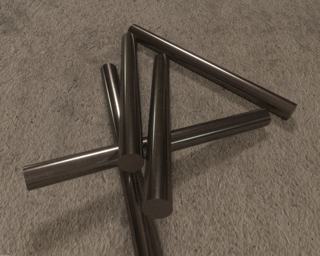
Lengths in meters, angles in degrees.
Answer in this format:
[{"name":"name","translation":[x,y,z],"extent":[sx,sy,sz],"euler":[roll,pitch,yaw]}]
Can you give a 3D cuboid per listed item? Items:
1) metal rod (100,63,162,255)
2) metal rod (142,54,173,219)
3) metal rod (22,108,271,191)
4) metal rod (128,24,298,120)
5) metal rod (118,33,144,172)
[{"name":"metal rod","translation":[-0.044,0.022,0.384],"extent":[0.025,0.025,0.300],"euler":[-10,51,-9]},{"name":"metal rod","translation":[0.000,-0.021,0.372],"extent":[0.025,0.025,0.300],"euler":[1,35,0]},{"name":"metal rod","translation":[0.004,0.018,0.362],"extent":[0.303,0.025,0.025],"euler":[-13,51,-22]},{"name":"metal rod","translation":[0.066,-0.096,0.484],"extent":[0.300,0.025,0.025],"euler":[33,57,24]},{"name":"metal rod","translation":[-0.040,-0.059,0.413],"extent":[0.025,0.025,0.300],"euler":[-4,38,-3]}]
